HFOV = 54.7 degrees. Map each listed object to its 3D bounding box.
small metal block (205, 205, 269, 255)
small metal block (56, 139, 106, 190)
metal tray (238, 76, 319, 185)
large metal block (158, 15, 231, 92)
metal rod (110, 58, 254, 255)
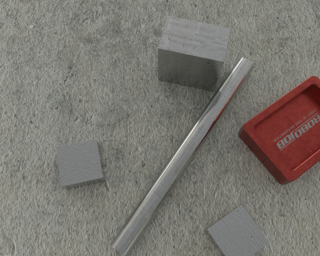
[{"bbox_3d":[0.089,0.127,0.363,0.050,0.025,0.050,-32,73,-11],"label":"small metal block"},{"bbox_3d":[-0.099,0.046,0.390,0.050,0.025,0.050,-12,71,-5],"label":"small metal block"},{"bbox_3d":[0.182,0.001,0.407,0.131,0.030,0.090,-34,74,-12],"label":"metal tray"},{"bbox_3d":[0.043,-0.096,0.415,0.080,0.080,0.050,13,71,4],"label":"large metal block"},{"bbox_3d":[0.038,0.025,0.399,0.025,0.025,0.300,33,73,11],"label":"metal rod"}]
